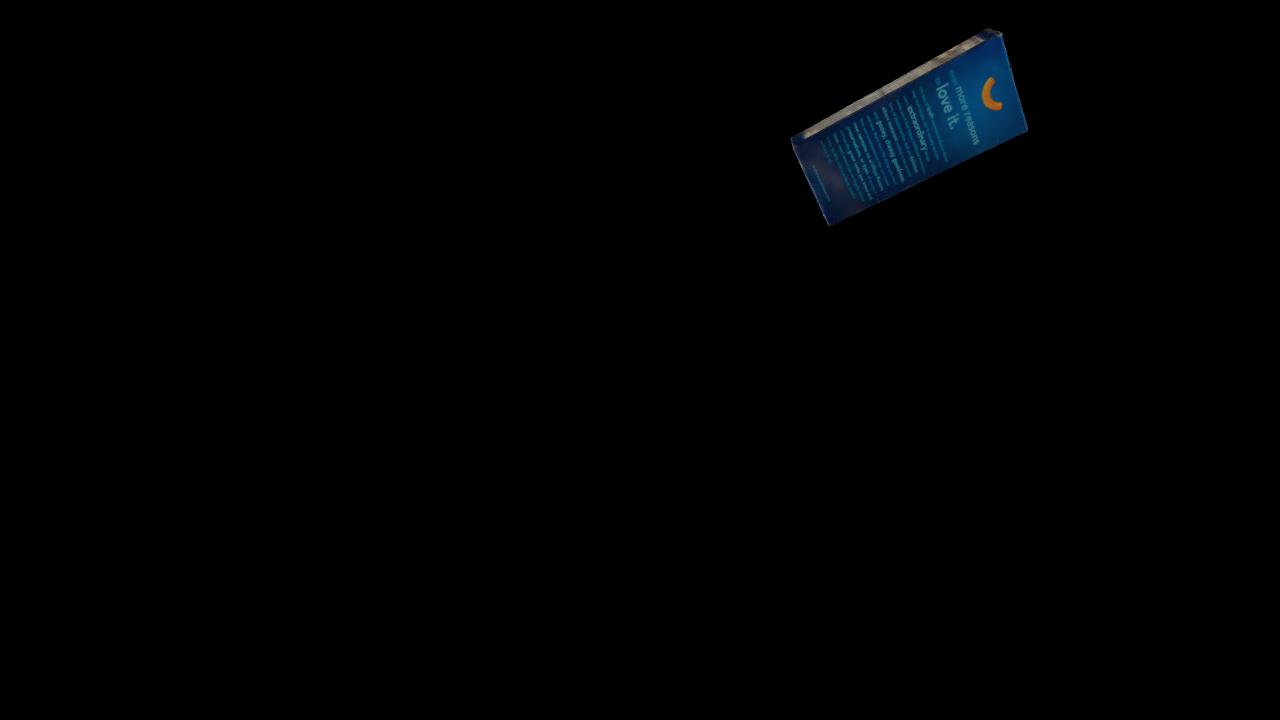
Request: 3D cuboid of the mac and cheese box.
[{"bbox_3d":[0.244,-0.209,0.571,0.184,0.093,0.041,-24,27,23],"label":"mac and cheese box"}]
